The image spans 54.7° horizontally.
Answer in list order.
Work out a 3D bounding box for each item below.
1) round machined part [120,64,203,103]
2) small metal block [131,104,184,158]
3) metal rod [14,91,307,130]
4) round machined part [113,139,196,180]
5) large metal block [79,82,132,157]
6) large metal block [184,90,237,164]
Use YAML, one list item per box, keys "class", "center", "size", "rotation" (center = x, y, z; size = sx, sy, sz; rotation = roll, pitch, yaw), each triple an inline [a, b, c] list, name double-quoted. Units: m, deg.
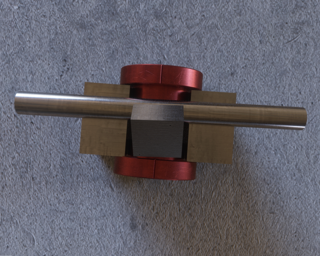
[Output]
- class: "round machined part"
  center: [0.001, -0.047, 0.374]
  size: [0.099, 0.098, 0.042]
  rotation: [4, 91, 0]
- class: "small metal block"
  center: [-0.002, 0.003, 0.317]
  size: [0.050, 0.025, 0.050]
  rotation: [2, 131, 1]
- class: "metal rod"
  center: [0.001, -0.018, 0.331]
  size: [0.302, 0.025, 0.025]
  rotation: [3, 90, 0]
- class: "round machined part"
  center: [-0.005, 0.037, 0.374]
  size: [0.099, 0.098, 0.042]
  rotation: [5, 85, 0]
- class: "large metal block"
  center: [-0.061, -0.010, 0.383]
  size: [0.050, 0.080, 0.080]
  rotation: [4, 90, 0]
- class: "large metal block"
  center: [0.057, -0.001, 0.384]
  size: [0.050, 0.080, 0.080]
  rotation: [4, 90, 0]
